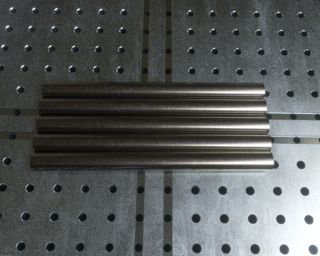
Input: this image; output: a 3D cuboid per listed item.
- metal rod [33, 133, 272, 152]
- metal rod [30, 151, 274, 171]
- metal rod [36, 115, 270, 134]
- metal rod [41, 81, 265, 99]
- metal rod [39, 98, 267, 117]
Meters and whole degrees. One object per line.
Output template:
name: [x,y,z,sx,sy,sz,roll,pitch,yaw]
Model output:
metal rod: [-0.009,0.020,0.404,0.302,0.025,0.025,0,70,-1]
metal rod: [-0.009,0.042,0.396,0.302,0.025,0.025,0,70,-1]
metal rod: [-0.009,-0.004,0.413,0.302,0.025,0.025,0,70,-1]
metal rod: [-0.009,-0.051,0.430,0.302,0.025,0.025,0,70,-1]
metal rod: [-0.009,-0.028,0.422,0.302,0.025,0.025,0,70,-1]
